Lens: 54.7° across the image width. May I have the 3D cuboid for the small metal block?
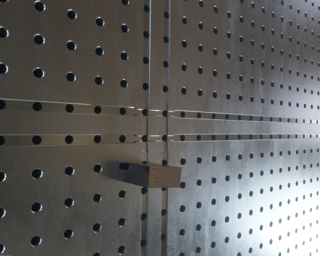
[{"bbox_3d":[-0.009,0.058,0.387,0.050,0.050,0.025,9,85,-40],"label":"small metal block"}]
